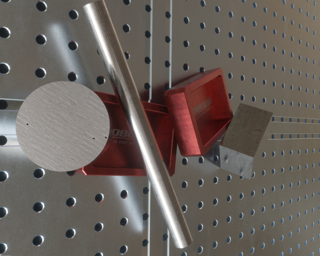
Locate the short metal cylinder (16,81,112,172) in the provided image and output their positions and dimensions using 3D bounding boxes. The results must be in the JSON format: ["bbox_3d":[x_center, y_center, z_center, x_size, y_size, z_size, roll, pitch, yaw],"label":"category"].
[{"bbox_3d":[-0.087,0.000,0.296,0.081,0.050,0.080,0,86,-5],"label":"short metal cylinder"}]

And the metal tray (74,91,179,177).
[{"bbox_3d":[-0.036,0.012,0.375,0.131,0.030,0.089,9,85,-40],"label":"metal tray"}]

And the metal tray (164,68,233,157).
[{"bbox_3d":[0.061,-0.026,0.432,0.131,0.030,0.089,-35,113,-52],"label":"metal tray"}]

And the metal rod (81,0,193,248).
[{"bbox_3d":[-0.019,0.010,0.354,0.025,0.025,0.298,-32,110,-36],"label":"metal rod"}]

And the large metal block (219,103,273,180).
[{"bbox_3d":[0.133,0.022,0.481,0.080,0.050,0.080,-59,154,-23],"label":"large metal block"}]
